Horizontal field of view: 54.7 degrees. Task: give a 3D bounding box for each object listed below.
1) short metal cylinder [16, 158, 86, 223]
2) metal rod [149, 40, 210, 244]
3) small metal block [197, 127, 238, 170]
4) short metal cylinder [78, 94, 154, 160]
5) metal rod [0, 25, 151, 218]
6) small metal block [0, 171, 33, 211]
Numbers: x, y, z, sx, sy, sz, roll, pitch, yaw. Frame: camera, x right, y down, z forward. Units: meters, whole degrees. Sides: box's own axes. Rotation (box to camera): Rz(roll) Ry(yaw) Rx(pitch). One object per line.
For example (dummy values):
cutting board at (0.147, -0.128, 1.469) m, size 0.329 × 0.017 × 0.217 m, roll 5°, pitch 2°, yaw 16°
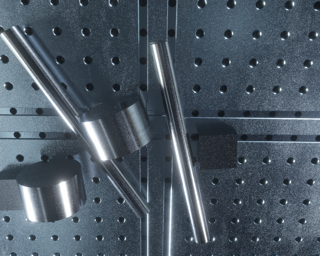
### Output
short metal cylinder at (-0.142, 0.080, 0.412) m, size 0.080 × 0.080 × 0.050 m, roll -3°, pitch 110°, yaw 1°
metal rod at (0.032, 0.033, 0.425) m, size 0.025 × 0.025 × 0.298 m, roll -12°, pitch 110°, yaw 4°
small metal block at (0.078, 0.028, 0.424) m, size 0.050 × 0.025 × 0.050 m, roll -4°, pitch 110°, yaw 1°
short metal cylinder at (-0.053, -0.003, 0.383) m, size 0.080 × 0.080 × 0.050 m, roll -18°, pitch 109°, yaw 6°
metal rod at (-0.102, 0.004, 0.413) m, size 0.025 × 0.025 × 0.299 m, roll -30°, pitch 108°, yaw 10°
small metal block at (-0.204, 0.090, 0.445) m, size 0.050 × 0.025 × 0.050 m, roll -2°, pitch 110°, yaw 0°
